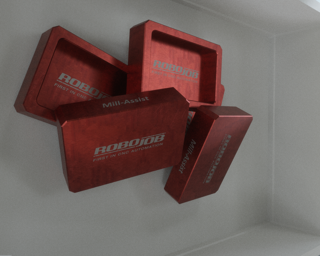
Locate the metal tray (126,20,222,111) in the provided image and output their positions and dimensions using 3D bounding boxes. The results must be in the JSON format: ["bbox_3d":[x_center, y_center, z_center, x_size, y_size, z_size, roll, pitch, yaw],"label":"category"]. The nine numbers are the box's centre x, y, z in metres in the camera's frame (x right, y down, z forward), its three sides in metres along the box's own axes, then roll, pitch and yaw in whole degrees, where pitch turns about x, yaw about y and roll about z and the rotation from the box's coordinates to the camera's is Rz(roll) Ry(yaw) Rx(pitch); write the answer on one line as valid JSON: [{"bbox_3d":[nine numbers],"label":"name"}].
[{"bbox_3d":[0.023,-0.069,0.382,0.131,0.030,0.089,5,87,-40],"label":"metal tray"}]

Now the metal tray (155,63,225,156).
[{"bbox_3d":[0.041,-0.016,0.437,0.090,0.030,0.130,25,74,-38],"label":"metal tray"}]

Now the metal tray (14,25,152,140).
[{"bbox_3d":[-0.075,-0.037,0.338,0.131,0.030,0.090,25,74,-38],"label":"metal tray"}]

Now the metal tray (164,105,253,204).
[{"bbox_3d":[0.066,0.035,0.417,0.091,0.030,0.129,-2,120,-46],"label":"metal tray"}]

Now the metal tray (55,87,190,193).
[{"bbox_3d":[-0.037,0.011,0.328,0.131,0.030,0.089,-12,128,-24],"label":"metal tray"}]
